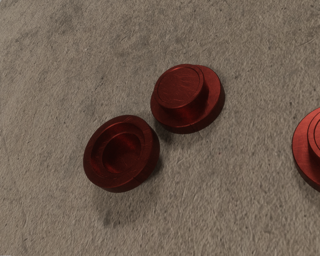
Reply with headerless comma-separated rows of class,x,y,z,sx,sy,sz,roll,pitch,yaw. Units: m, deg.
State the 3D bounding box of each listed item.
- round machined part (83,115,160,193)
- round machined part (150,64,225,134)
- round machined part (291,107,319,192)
round machined part,-0.044,0.035,0.393,0.098,0.042,0.098,-13,56,20
round machined part,0.031,-0.044,0.403,0.098,0.042,0.098,-13,56,20
round machined part,0.177,0.015,0.291,0.098,0.042,0.098,-13,56,20
